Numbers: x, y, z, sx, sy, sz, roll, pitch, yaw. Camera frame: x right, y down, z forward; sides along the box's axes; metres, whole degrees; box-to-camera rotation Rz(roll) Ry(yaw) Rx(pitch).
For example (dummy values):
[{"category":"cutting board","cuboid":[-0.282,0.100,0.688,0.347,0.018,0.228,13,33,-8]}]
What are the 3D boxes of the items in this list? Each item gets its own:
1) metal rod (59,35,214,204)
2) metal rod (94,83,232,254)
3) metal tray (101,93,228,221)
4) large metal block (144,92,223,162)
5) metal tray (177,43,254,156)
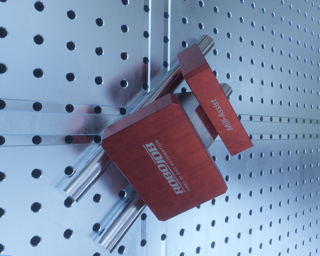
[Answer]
[{"category":"metal rod","cuboid":[-0.013,-0.029,0.400,0.301,0.025,0.025,-50,120,-28]},{"category":"metal rod","cuboid":[0.020,0.037,0.428,0.301,0.025,0.025,-49,120,-29]},{"category":"metal tray","cuboid":[0.008,0.037,0.347,0.090,0.030,0.130,-28,115,9]},{"category":"large metal block","cuboid":[0.027,-0.002,0.397,0.080,0.080,0.050,-50,120,-29]},{"category":"metal tray","cuboid":[0.070,-0.037,0.399,0.130,0.030,0.090,54,15,-26]}]
